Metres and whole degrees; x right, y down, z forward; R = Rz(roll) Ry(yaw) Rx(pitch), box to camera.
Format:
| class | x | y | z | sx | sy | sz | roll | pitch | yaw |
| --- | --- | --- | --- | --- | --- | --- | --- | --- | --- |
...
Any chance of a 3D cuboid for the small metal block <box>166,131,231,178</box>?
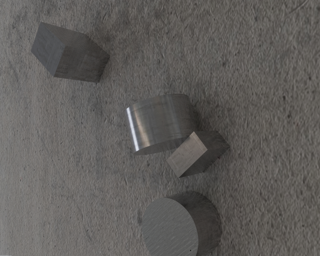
| class | x | y | z | sx | sy | sz | roll | pitch | yaw |
| --- | --- | --- | --- | --- | --- | --- | --- | --- | --- |
| small metal block | 0.044 | 0.029 | 0.352 | 0.050 | 0.050 | 0.025 | -49 | 61 | 29 |

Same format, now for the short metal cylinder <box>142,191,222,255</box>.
| class | x | y | z | sx | sy | sz | roll | pitch | yaw |
| --- | --- | --- | --- | --- | --- | --- | --- | --- | --- |
| short metal cylinder | 0.025 | 0.119 | 0.368 | 0.080 | 0.050 | 0.079 | 0 | 90 | 40 |

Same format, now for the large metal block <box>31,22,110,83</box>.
| class | x | y | z | sx | sy | sz | roll | pitch | yaw |
| --- | --- | --- | --- | --- | --- | --- | --- | --- | --- |
| large metal block | -0.140 | -0.117 | 0.485 | 0.080 | 0.081 | 0.050 | 43 | 116 | 31 |

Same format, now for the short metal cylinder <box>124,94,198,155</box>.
| class | x | y | z | sx | sy | sz | roll | pitch | yaw |
| --- | --- | --- | --- | --- | --- | --- | --- | --- | --- |
| short metal cylinder | 0.002 | -0.002 | 0.367 | 0.080 | 0.081 | 0.050 | -23 | 75 | 37 |
